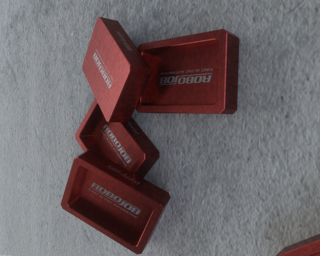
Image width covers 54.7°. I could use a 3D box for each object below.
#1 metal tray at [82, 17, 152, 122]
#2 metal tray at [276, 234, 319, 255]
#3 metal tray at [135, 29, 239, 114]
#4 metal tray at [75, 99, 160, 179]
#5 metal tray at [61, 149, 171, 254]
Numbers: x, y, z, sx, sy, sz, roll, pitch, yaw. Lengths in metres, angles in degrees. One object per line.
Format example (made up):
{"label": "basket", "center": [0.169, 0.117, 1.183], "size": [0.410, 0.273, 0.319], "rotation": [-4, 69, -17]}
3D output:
{"label": "metal tray", "center": [-0.065, -0.081, 0.427], "size": [0.130, 0.030, 0.089], "rotation": [59, 134, 36]}
{"label": "metal tray", "center": [0.171, 0.154, 0.260], "size": [0.090, 0.030, 0.130], "rotation": [-40, 66, 32]}
{"label": "metal tray", "center": [0.028, -0.062, 0.376], "size": [0.130, 0.030, 0.089], "rotation": [3, 92, 39]}
{"label": "metal tray", "center": [-0.068, 0.024, 0.454], "size": [0.130, 0.030, 0.089], "rotation": [50, 119, 28]}
{"label": "metal tray", "center": [-0.062, 0.097, 0.413], "size": [0.130, 0.030, 0.089], "rotation": [27, 114, 11]}
